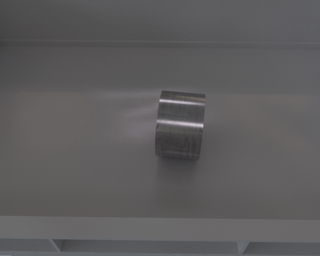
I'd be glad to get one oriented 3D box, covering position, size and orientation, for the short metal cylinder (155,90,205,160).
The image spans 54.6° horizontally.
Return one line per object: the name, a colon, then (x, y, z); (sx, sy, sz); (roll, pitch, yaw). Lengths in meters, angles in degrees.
short metal cylinder: (0.025, -0.003, 0.372); (0.050, 0.080, 0.080); (6, 50, 5)
